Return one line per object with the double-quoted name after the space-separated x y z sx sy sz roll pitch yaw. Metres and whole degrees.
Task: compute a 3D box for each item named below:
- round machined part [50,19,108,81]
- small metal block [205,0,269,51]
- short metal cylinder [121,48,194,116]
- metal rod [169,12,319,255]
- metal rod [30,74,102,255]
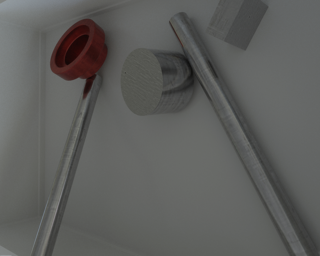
-0.120 -0.115 0.477 0.098 0.042 0.098 -19 55 30 "round machined part"
0.081 -0.113 0.323 0.025 0.050 0.050 38 113 33 "small metal block"
-0.005 -0.057 0.384 0.080 0.050 0.079 9 103 47 "short metal cylinder"
0.080 -0.006 0.339 0.025 0.025 0.299 -37 68 33 "metal rod"
-0.128 0.054 0.430 0.025 0.025 0.299 -12 57 39 "metal rod"
